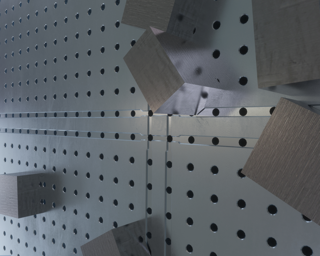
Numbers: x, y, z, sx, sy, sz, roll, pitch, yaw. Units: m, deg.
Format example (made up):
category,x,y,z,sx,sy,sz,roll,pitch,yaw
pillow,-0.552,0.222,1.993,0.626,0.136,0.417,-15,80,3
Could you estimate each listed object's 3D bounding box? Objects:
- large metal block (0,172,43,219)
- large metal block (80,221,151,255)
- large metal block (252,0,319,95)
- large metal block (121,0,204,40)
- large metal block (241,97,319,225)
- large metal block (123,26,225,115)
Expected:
category,x,y,z,sx,sy,sz,roll,pitch,yaw
large metal block,-0.283,0.133,0.629,0.080,0.050,0.080,-5,87,40
large metal block,-0.060,0.190,0.444,0.080,0.050,0.080,-37,67,34
large metal block,0.124,-0.074,0.272,0.050,0.081,0.080,-5,87,40
large metal block,0.005,-0.159,0.390,0.080,0.050,0.080,27,107,37
large metal block,0.135,0.027,0.282,0.080,0.050,0.080,35,112,34
large metal block,0.017,-0.063,0.361,0.050,0.081,0.080,-43,64,32
